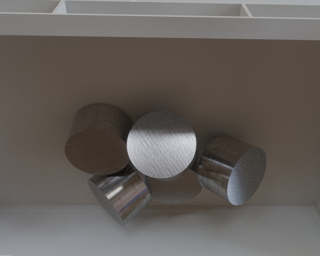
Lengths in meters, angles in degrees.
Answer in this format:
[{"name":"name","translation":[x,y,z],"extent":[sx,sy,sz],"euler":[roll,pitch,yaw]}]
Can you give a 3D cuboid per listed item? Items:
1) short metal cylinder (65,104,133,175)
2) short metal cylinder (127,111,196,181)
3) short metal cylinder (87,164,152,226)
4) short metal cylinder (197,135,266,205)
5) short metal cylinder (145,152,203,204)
[{"name":"short metal cylinder","translation":[-0.077,0.016,0.402],"extent":[0.081,0.050,0.079],"euler":[0,130,0]},{"name":"short metal cylinder","translation":[0.004,0.024,0.382],"extent":[0.080,0.080,0.050],"euler":[-6,166,4]},{"name":"short metal cylinder","translation":[-0.057,0.090,0.438],"extent":[0.050,0.080,0.080],"euler":[-37,135,-25]},{"name":"short metal cylinder","translation":[0.096,0.055,0.412],"extent":[0.081,0.050,0.079],"euler":[-17,118,-36]},{"name":"short metal cylinder","translation":[0.019,0.064,0.446],"extent":[0.081,0.050,0.079],"euler":[0,130,0]}]
